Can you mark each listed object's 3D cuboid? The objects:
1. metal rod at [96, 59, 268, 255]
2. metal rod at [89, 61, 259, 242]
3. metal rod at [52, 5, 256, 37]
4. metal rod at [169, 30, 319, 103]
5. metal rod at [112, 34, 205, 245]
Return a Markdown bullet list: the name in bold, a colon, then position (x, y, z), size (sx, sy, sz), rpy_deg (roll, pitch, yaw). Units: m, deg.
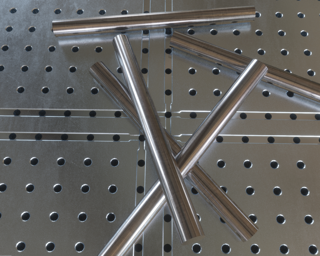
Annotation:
- **metal rod**: position (0.030, 0.039, 0.370), size (0.025, 0.025, 0.300), rpy_deg (38, 84, 12)
- **metal rod**: position (0.009, 0.020, 0.404), size (0.025, 0.025, 0.300), rpy_deg (-40, 75, -13)
- **metal rod**: position (-0.007, -0.162, 0.470), size (0.302, 0.025, 0.025), rpy_deg (-5, 70, -3)
- **metal rod**: position (0.157, -0.076, 0.441), size (0.301, 0.025, 0.025), rpy_deg (22, 72, 7)
- **metal rod**: position (-0.013, -0.009, 0.381), size (0.025, 0.025, 0.299), rpy_deg (-17, 58, -6)
